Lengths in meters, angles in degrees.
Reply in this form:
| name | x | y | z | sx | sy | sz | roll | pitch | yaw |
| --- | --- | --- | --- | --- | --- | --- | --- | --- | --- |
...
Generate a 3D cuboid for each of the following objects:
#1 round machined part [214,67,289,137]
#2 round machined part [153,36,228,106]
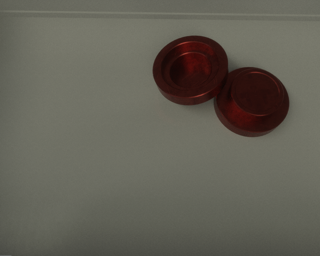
| name | x | y | z | sx | sy | sz | roll | pitch | yaw |
| --- | --- | --- | --- | --- | --- | --- | --- | --- | --- |
| round machined part | 0.125 | -0.040 | 0.416 | 0.099 | 0.042 | 0.098 | 0 | 70 | 0 |
| round machined part | 0.043 | -0.073 | 0.420 | 0.098 | 0.042 | 0.098 | -5 | 65 | 11 |
